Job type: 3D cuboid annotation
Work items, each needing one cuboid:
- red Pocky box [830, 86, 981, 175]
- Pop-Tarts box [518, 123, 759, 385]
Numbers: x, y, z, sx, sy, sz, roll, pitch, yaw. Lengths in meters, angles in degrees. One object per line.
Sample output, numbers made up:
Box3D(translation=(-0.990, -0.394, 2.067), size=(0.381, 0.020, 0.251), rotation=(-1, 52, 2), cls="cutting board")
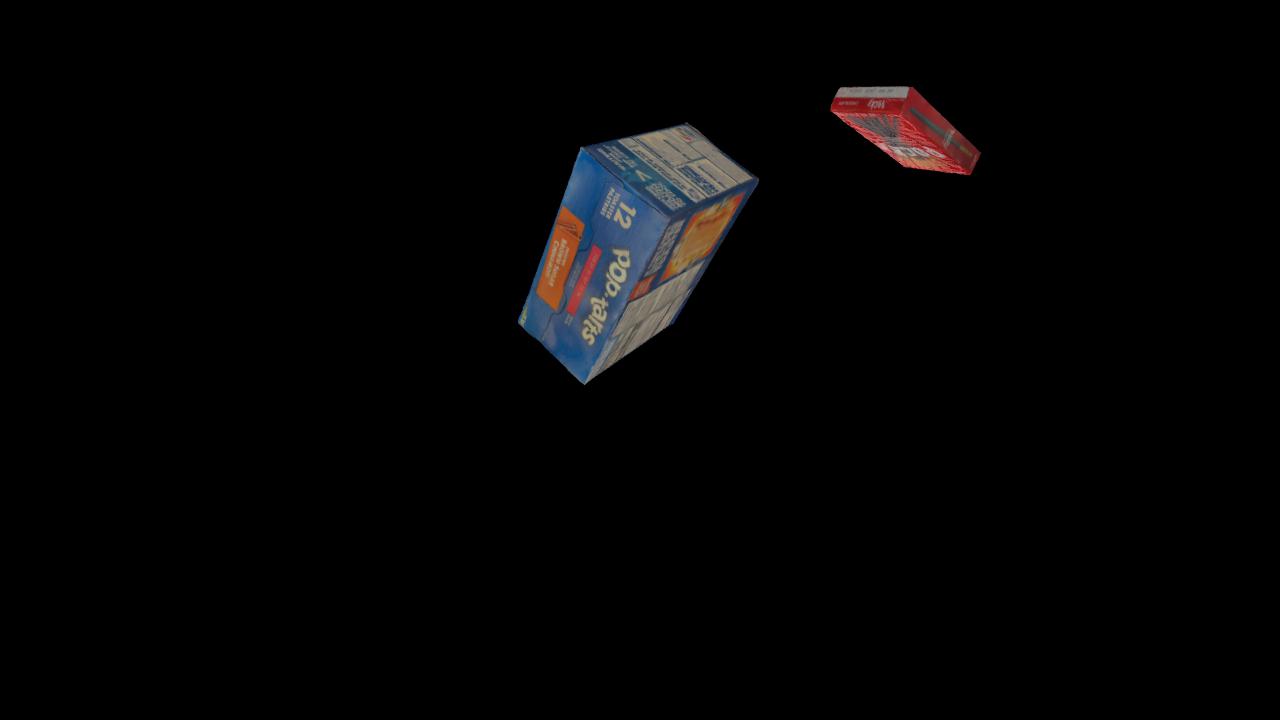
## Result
Box3D(translation=(0.271, -0.230, 0.621), size=(0.155, 0.028, 0.083), rotation=(13, 11, -39), cls="red Pocky box")
Box3D(translation=(-0.004, -0.087, 0.493), size=(0.083, 0.167, 0.141), rotation=(40, 42, 12), cls="Pop-Tarts box")
